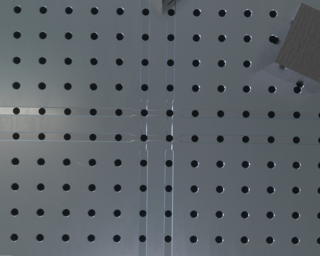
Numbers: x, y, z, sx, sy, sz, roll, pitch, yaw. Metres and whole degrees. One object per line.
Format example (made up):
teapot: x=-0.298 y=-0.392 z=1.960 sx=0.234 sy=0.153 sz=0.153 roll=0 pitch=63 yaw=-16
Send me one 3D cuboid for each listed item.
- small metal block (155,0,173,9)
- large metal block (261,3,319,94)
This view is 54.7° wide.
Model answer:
small metal block: x=0.006 y=-0.199 z=0.413 sx=0.050 sy=0.025 sz=0.050 roll=-39 pitch=90 yaw=0
large metal block: x=0.193 y=-0.100 z=0.402 sx=0.080 sy=0.050 sz=0.080 roll=25 pitch=90 yaw=0
